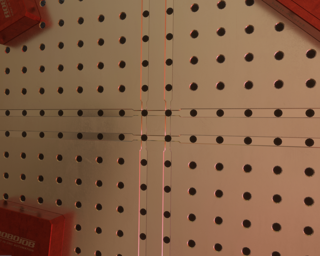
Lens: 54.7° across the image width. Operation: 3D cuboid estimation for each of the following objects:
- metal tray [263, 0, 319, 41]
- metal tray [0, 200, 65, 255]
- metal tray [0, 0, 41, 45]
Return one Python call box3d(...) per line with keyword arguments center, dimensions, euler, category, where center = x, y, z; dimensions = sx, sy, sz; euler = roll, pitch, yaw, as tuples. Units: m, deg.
box3d(center=(0.176, -0.165, 0.347), dimensions=(0.130, 0.030, 0.090), euler=(44, 103, 14), category="metal tray")
box3d(center=(-0.217, 0.171, 0.484), dimensions=(0.130, 0.030, 0.089), euler=(7, 92, 19), category="metal tray")
box3d(center=(-0.254, -0.213, 0.497), dimensions=(0.090, 0.030, 0.129), euler=(-23, 83, 18), category="metal tray")
